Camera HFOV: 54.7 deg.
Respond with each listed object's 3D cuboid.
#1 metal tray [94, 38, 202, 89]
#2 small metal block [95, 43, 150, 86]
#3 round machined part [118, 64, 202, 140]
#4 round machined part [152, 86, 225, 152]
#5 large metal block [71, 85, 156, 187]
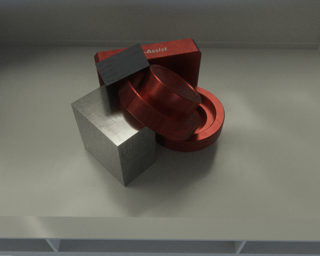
[{"bbox_3d":[-0.015,-0.066,0.415,0.131,0.089,0.030,-12,52,-10],"label":"metal tray"},{"bbox_3d":[-0.043,-0.070,0.341,0.050,0.025,0.050,-27,16,-6],"label":"small metal block"},{"bbox_3d":[0.007,-0.034,0.346,0.098,0.042,0.098,30,24,-15],"label":"round machined part"},{"bbox_3d":[0.031,-0.008,0.401,0.099,0.042,0.098,0,50,0],"label":"round machined part"},{"bbox_3d":[-0.051,0.008,0.361,0.050,0.080,0.080,-37,59,-27],"label":"large metal block"}]
